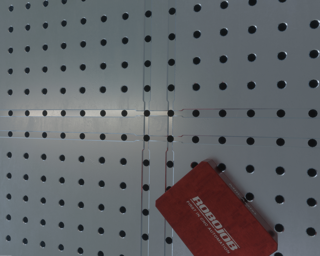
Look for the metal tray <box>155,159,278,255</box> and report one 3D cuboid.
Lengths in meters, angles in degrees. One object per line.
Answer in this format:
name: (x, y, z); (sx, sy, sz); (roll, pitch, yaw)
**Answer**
metal tray: (0.068, 0.115, 0.386); (0.090, 0.030, 0.130); (-43, 77, 15)
